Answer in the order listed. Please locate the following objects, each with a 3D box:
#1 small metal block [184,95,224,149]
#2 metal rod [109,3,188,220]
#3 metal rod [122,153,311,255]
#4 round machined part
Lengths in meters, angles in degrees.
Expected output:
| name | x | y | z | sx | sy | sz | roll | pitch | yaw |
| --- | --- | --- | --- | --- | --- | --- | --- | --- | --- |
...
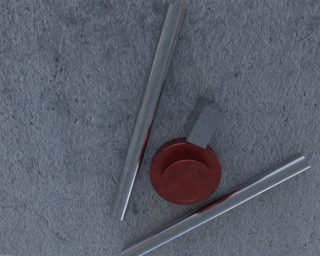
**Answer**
| name | x | y | z | sx | sy | sz | roll | pitch | yaw |
| --- | --- | --- | --- | --- | --- | --- | --- | --- | --- |
| small metal block | 0.054 | -0.009 | 0.394 | 0.025 | 0.050 | 0.050 | 23 | 108 | -8 |
| metal rod | -0.021 | -0.007 | 0.407 | 0.025 | 0.025 | 0.298 | 15 | 109 | -6 |
| metal rod | 0.074 | 0.121 | 0.455 | 0.300 | 0.025 | 0.025 | -31 | 107 | 10 |
| round machined part | 0.035 | 0.065 | 0.425 | 0.099 | 0.042 | 0.097 | 0 | 110 | 0 |
